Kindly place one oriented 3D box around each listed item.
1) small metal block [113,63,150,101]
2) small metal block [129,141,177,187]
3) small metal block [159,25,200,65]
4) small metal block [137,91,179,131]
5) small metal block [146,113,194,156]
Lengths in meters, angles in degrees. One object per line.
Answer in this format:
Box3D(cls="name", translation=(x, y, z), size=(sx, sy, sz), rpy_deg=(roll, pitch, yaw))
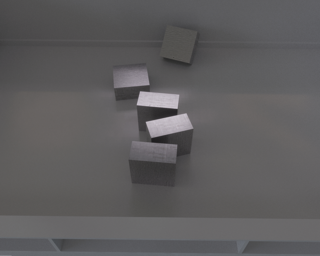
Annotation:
Box3D(cls="small metal block", translation=(-0.043, -0.070, 0.463), size=(0.050, 0.025, 0.050), rpy_deg=(-6, 50, -5))
Box3D(cls="small metal block", translation=(-0.007, 0.042, 0.354), size=(0.050, 0.050, 0.025), rpy_deg=(4, 50, 3))
Box3D(cls="small metal block", translation=(0.032, -0.133, 0.498), size=(0.050, 0.050, 0.025), rpy_deg=(16, 10, 13))
Box3D(cls="small metal block", translation=(-0.002, -0.019, 0.405), size=(0.050, 0.050, 0.025), rpy_deg=(5, 50, 4))
Box3D(cls="small metal block", translation=(0.011, 0.013, 0.378), size=(0.050, 0.050, 0.025), rpy_deg=(-12, 51, -10))
